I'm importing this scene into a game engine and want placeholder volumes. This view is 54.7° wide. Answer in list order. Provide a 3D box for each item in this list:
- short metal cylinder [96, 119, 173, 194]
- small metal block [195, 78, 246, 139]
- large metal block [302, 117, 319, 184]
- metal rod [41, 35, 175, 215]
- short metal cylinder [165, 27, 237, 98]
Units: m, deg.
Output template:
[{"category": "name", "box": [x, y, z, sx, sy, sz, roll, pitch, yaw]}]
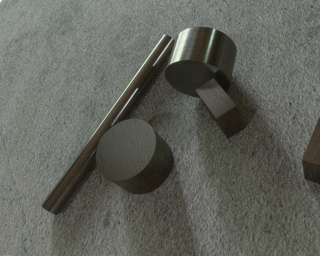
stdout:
[{"category": "short metal cylinder", "box": [-0.031, 0.035, 0.381, 0.080, 0.050, 0.080, -13, 56, 20]}, {"category": "small metal block", "box": [0.071, -0.022, 0.363, 0.025, 0.050, 0.050, -34, 52, 6]}, {"category": "large metal block", "box": [0.186, 0.017, 0.280, 0.080, 0.050, 0.080, 19, 71, 35]}, {"category": "metal rod", "box": [-0.066, -0.013, 0.444, 0.025, 0.025, 0.300, 24, 74, 36]}, {"category": "short metal cylinder", "box": [0.052, -0.080, 0.389, 0.080, 0.080, 0.050, 3, 64, 29]}]
